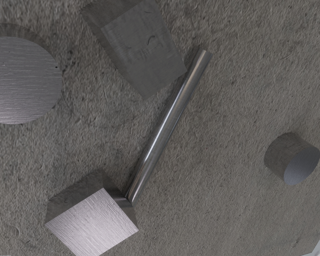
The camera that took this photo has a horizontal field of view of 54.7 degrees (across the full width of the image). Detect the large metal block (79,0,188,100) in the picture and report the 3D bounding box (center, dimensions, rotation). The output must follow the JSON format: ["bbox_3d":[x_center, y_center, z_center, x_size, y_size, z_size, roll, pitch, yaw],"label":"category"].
[{"bbox_3d":[-0.027,-0.086,0.303,0.050,0.080,0.080,-36,129,-5],"label":"large metal block"}]

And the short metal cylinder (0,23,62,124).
[{"bbox_3d":[-0.136,-0.050,0.285,0.081,0.050,0.079,-14,124,-21],"label":"short metal cylinder"}]

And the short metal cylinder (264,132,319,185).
[{"bbox_3d":[0.235,0.055,0.553,0.081,0.050,0.079,-14,124,-21],"label":"short metal cylinder"}]

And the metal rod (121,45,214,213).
[{"bbox_3d":[-0.009,0.032,0.421,0.025,0.025,0.298,14,111,-34],"label":"metal rod"}]

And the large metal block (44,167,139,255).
[{"bbox_3d":[-0.085,0.111,0.397,0.080,0.050,0.080,-32,115,0],"label":"large metal block"}]
